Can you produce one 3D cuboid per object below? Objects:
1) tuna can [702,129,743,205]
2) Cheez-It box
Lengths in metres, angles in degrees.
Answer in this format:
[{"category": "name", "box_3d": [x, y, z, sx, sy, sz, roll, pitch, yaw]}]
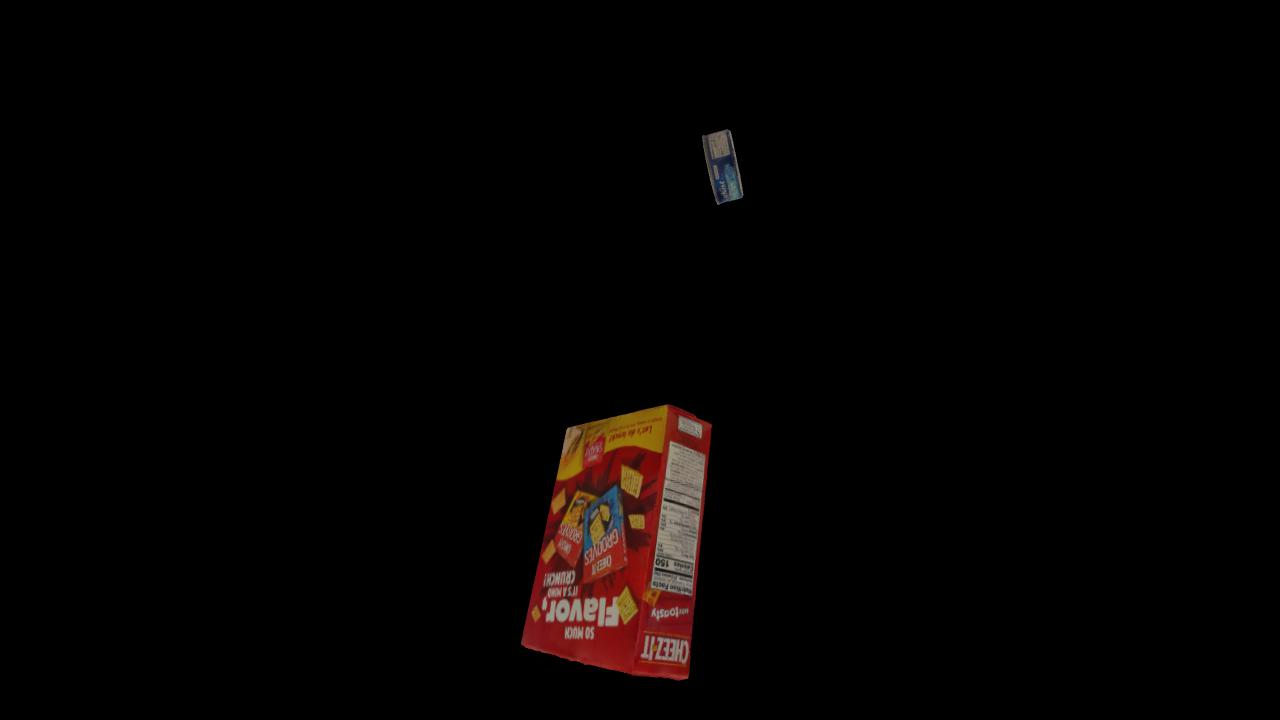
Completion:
[{"category": "tuna can", "box_3d": [0.101, -0.234, 0.746, 0.034, 0.084, 0.084, -11, -3, 13]}, {"category": "Cheez-It box", "box_3d": [-0.020, 0.165, 0.579, 0.071, 0.223, 0.166, 26, -29, -34]}]
